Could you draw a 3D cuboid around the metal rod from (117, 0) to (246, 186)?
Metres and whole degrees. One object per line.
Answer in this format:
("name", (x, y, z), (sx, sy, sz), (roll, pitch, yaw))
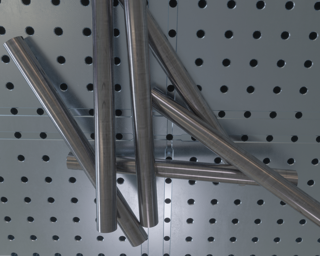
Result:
("metal rod", (0.039, -0.043, 0.397), (0.025, 0.025, 0.300), (-32, 107, 11))

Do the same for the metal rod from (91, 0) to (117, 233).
("metal rod", (-0.066, -0.024, 0.367), (0.025, 0.025, 0.298), (0, 96, 0))

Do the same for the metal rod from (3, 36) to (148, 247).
("metal rod", (-0.102, 0.023, 0.395), (0.025, 0.025, 0.299), (-29, 98, 10))

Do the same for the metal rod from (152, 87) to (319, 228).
("metal rod", (0.109, 0.045, 0.383), (0.300, 0.025, 0.025), (36, 107, 5))

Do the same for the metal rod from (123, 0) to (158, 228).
("metal rod", (-0.021, -0.016, 0.371), (0.025, 0.025, 0.298), (-3, 107, 1))

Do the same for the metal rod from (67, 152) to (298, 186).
("metal rod", (0.025, 0.056, 0.416), (0.301, 0.025, 0.025), (4, 110, 5))
